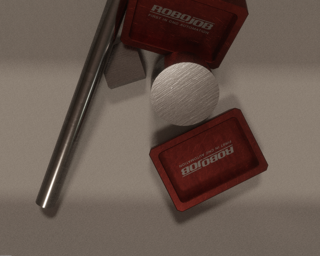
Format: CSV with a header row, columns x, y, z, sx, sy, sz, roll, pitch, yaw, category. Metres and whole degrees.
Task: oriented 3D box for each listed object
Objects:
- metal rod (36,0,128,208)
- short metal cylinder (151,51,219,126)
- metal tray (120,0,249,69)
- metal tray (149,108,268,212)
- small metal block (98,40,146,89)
x,y,z,sx,sy,sz,roll,pitch,yaw,category
-0.097,-0.038,0.391,0.025,0.025,0.298,22,97,-1,metal rod
0.029,-0.049,0.384,0.081,0.050,0.079,-1,118,-1,short metal cylinder
0.026,-0.128,0.370,0.131,0.089,0.030,14,50,-10,metal tray
0.062,0.041,0.409,0.131,0.030,0.090,-26,90,-1,metal tray
-0.051,-0.084,0.411,0.050,0.025,0.050,-18,90,-1,small metal block
